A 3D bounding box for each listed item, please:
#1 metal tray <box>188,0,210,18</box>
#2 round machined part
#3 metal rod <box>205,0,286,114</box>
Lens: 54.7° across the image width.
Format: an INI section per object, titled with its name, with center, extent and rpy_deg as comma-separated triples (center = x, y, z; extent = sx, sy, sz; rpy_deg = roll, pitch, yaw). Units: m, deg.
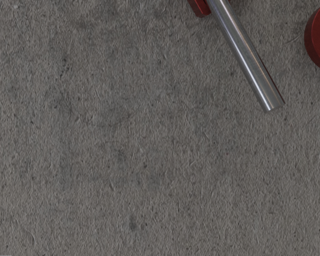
[metal tray]
center = 0.057, -0.220, 0.391
extent = 0.090, 0.030, 0.130
rpy_deg = -34, 105, 0
[round machined part]
center = 0.236, -0.118, 0.404
extent = 0.099, 0.042, 0.097
rpy_deg = 0, 90, 0
[metal rod]
center = 0.070, -0.155, 0.379
extent = 0.025, 0.025, 0.299
rpy_deg = -24, 78, 0
